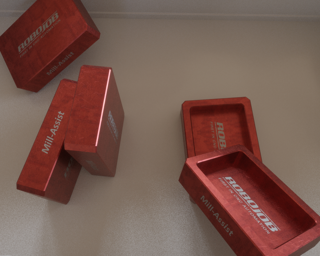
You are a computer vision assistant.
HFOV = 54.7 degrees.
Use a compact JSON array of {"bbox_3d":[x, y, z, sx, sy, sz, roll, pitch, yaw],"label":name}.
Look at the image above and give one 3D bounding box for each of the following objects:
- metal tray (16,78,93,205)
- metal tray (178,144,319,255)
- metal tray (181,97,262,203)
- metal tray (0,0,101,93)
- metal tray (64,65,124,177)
[{"bbox_3d":[-0.112,0.019,0.366,0.030,0.090,0.130,14,71,5],"label":"metal tray"},{"bbox_3d":[0.092,0.076,0.322,0.091,0.030,0.130,-11,43,-32],"label":"metal tray"},{"bbox_3d":[0.078,0.027,0.398,0.091,0.030,0.129,-4,70,-2],"label":"metal tray"},{"bbox_3d":[-0.154,-0.121,0.420,0.130,0.030,0.090,-36,73,15],"label":"metal tray"},{"bbox_3d":[-0.068,-0.001,0.353,0.030,0.130,0.090,6,70,2],"label":"metal tray"}]
